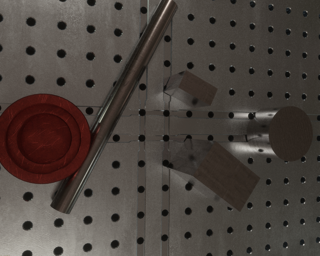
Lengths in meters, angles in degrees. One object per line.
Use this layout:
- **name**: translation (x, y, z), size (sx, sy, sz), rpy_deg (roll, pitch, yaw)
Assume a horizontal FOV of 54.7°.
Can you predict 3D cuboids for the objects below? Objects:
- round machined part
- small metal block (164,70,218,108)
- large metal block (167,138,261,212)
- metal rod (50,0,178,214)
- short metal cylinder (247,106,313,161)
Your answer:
- **round machined part**: translation (-0.130, 0.012, 0.353), size (0.099, 0.042, 0.097), rpy_deg (1, 87, -15)
- **small metal block**: translation (0.040, -0.051, 0.415), size (0.050, 0.050, 0.025), rpy_deg (27, 81, -19)
- **large metal block**: translation (0.068, 0.059, 0.410), size (0.080, 0.080, 0.050), rpy_deg (39, 78, -16)
- **metal rod**: translation (-0.053, -0.035, 0.393), size (0.025, 0.025, 0.299), rpy_deg (30, 80, -18)
- **short metal cylinder**: translation (0.180, 0.008, 0.468), size (0.081, 0.050, 0.079), rpy_deg (0, 90, -20)
